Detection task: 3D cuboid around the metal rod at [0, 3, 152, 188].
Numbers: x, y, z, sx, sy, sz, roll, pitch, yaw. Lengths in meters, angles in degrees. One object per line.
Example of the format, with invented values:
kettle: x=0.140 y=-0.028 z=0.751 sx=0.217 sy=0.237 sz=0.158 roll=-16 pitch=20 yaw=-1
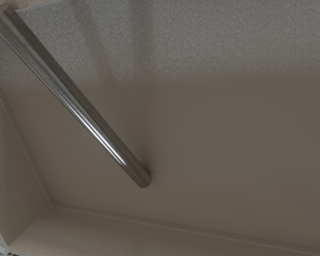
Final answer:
metal rod: x=-0.082 y=-0.009 z=0.370 sx=0.025 sy=0.025 sz=0.300 roll=-1 pitch=143 yaw=29
